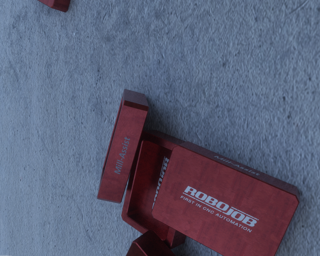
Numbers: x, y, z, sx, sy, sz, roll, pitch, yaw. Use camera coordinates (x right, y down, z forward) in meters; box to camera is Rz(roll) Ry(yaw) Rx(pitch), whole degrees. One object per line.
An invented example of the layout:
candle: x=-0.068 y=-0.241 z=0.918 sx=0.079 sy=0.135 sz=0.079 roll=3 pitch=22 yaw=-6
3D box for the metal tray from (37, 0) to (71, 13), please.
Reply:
metal tray: x=-0.205 y=-0.278 z=0.571 sx=0.130 sy=0.030 sz=0.089 roll=36 pitch=112 yaw=34

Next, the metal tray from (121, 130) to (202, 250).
metal tray: x=0.002 y=0.076 z=0.400 sx=0.090 sy=0.030 sz=0.129 roll=21 pitch=103 yaw=38

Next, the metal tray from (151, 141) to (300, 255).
metal tray: x=0.064 y=0.079 z=0.325 sx=0.130 sy=0.030 sz=0.089 roll=23 pitch=104 yaw=20

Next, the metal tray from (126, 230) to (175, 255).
metal tray: x=0.009 y=0.199 z=0.372 sx=0.130 sy=0.030 sz=0.089 roll=42 pitch=131 yaw=25

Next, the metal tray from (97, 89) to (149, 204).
metal tray: x=-0.049 y=0.020 z=0.408 sx=0.090 sy=0.030 sz=0.129 roll=-110 pitch=36 yaw=-73
